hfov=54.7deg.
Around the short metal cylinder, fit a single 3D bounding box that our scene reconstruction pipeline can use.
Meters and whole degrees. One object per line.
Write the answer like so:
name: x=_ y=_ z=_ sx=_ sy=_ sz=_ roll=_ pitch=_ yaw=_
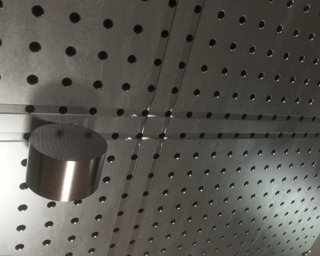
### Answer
short metal cylinder: x=-0.103 y=0.035 z=0.342 sx=0.081 sy=0.080 sz=0.050 roll=2 pitch=117 yaw=-30
